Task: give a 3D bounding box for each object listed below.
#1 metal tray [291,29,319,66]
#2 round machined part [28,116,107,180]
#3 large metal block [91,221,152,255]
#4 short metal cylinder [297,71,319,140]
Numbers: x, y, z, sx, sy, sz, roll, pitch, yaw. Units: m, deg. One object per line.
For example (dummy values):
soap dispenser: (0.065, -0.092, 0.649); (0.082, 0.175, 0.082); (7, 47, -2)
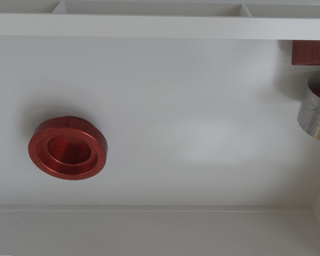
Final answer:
metal tray: (0.211, -0.078, 0.301); (0.131, 0.090, 0.030); (0, 99, -1)
round machined part: (-0.120, 0.023, 0.416); (0.099, 0.042, 0.097); (-1, 130, 0)
large metal block: (-0.073, 0.232, 0.592); (0.080, 0.050, 0.080); (-31, 124, 23)
short metal cylinder: (0.206, -0.025, 0.355); (0.081, 0.080, 0.050); (-2, 130, 1)
